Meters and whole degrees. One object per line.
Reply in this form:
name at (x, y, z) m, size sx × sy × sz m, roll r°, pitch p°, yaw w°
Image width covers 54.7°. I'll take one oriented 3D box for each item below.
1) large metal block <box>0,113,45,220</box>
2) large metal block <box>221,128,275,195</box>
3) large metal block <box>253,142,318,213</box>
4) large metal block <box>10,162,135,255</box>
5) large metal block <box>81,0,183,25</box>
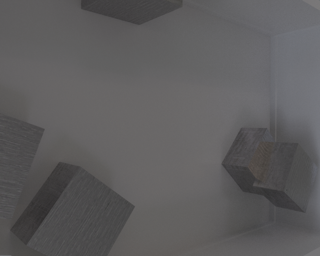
large metal block at (-0.157, 0.025, 0.259) m, size 0.080 × 0.050 × 0.080 m, roll 25°, pitch 74°, yaw -37°
large metal block at (0.160, 0.056, 0.524) m, size 0.080 × 0.050 × 0.080 m, roll 50°, pitch 61°, yaw -29°
large metal block at (0.202, 0.078, 0.495) m, size 0.080 × 0.050 × 0.080 m, roll 40°, pitch 66°, yaw -33°
large metal block at (-0.086, 0.092, 0.318) m, size 0.080 × 0.050 × 0.080 m, roll 45°, pitch 63°, yaw -31°
large metal block at (-0.032, -0.158, 0.344) m, size 0.081 × 0.080 × 0.050 m, roll 1°, pitch 90°, yaw -40°
